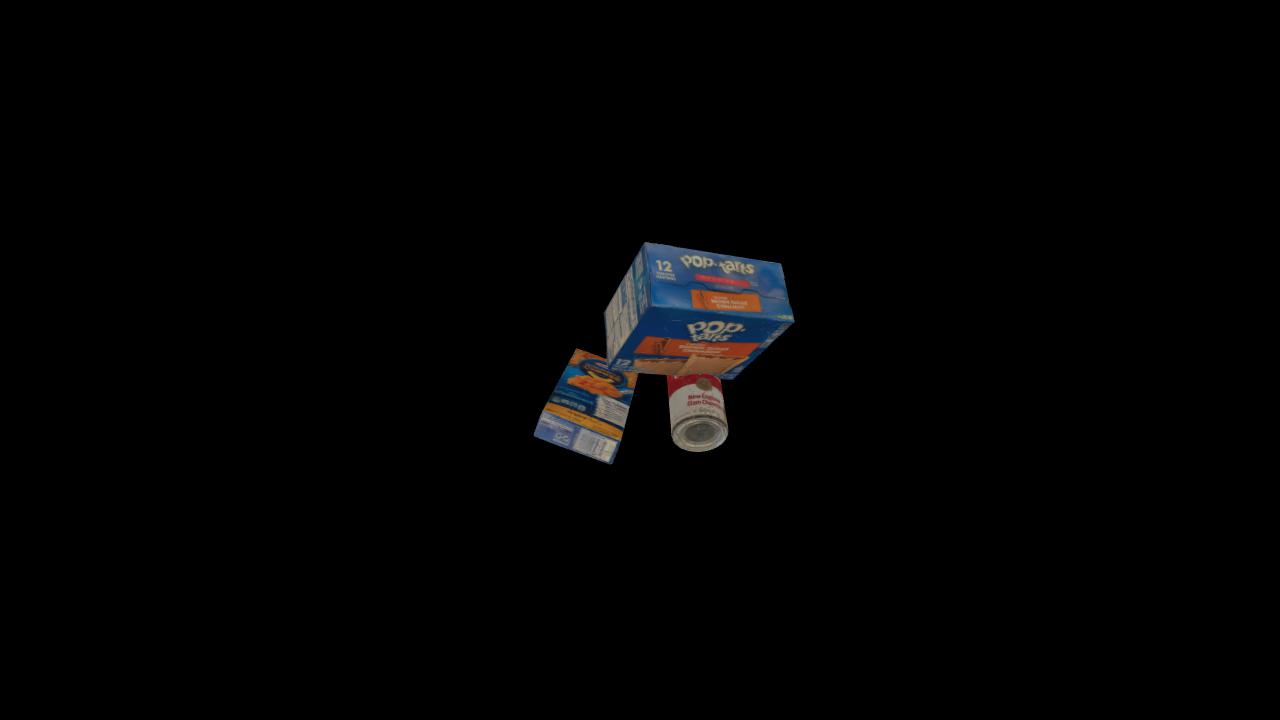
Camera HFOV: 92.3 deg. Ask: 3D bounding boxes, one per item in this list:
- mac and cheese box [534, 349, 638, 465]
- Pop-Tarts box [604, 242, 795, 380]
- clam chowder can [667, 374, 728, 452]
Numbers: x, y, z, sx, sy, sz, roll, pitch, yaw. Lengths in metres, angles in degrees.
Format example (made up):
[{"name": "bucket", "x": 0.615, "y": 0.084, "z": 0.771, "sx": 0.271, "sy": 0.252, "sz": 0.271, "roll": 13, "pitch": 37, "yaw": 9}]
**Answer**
[{"name": "mac and cheese box", "x": -0.058, "y": 0.049, "z": 0.739, "sx": 0.093, "sy": 0.041, "sz": 0.184, "roll": 20, "pitch": 23, "yaw": -3}, {"name": "Pop-Tarts box", "x": 0.060, "y": -0.047, "z": 0.690, "sx": 0.167, "sy": 0.083, "sz": 0.141, "roll": 4, "pitch": -30, "yaw": -22}, {"name": "clam chowder can", "x": 0.068, "y": 0.051, "z": 0.741, "sx": 0.068, "sy": 0.102, "sz": 0.068, "roll": -1, "pitch": -44, "yaw": -1}]
